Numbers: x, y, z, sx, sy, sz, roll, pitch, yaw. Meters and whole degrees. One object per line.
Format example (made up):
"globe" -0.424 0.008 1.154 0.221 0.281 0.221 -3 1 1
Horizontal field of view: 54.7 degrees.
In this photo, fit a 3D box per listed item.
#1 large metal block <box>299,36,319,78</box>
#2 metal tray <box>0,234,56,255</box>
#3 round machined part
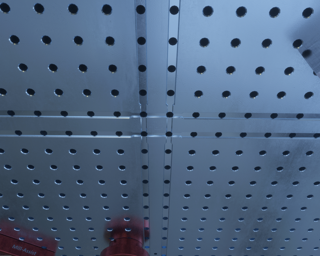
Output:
"large metal block" 0.216 -0.074 0.334 0.080 0.050 0.080 34 122 -26
"metal tray" -0.295 0.266 0.632 0.131 0.030 0.090 32 123 -24
"round machined part" -0.070 0.256 0.618 0.099 0.042 0.097 0 130 0
